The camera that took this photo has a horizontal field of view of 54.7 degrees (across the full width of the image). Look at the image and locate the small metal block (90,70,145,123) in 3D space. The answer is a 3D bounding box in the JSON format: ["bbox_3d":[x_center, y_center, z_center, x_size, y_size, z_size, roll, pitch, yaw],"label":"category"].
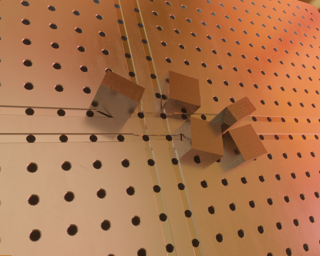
[{"bbox_3d":[-0.054,-0.038,0.388,0.050,0.050,0.025,26,53,-13],"label":"small metal block"}]

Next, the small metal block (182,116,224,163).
[{"bbox_3d":[0.059,0.016,0.432,0.050,0.025,0.050,14,56,-21],"label":"small metal block"}]

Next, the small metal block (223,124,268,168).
[{"bbox_3d":[0.124,0.026,0.461,0.050,0.025,0.050,-14,69,-34],"label":"small metal block"}]

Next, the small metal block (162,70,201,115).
[{"bbox_3d":[0.031,-0.052,0.458,0.050,0.025,0.050,13,56,-21],"label":"small metal block"}]

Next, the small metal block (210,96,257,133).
[{"bbox_3d":[0.107,-0.017,0.462,0.050,0.050,0.025,-26,76,-37],"label":"small metal block"}]
